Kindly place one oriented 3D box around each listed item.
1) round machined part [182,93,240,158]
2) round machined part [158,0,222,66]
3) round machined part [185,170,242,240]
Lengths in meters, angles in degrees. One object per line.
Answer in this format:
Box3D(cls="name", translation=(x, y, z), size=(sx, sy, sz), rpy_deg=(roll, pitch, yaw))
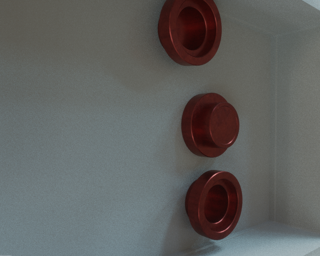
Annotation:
Box3D(cls="round machined part", translation=(0.082, -0.004, 0.464), size=(0.099, 0.042, 0.097), rpy_deg=(0, 90, -40))
Box3D(cls="round machined part", translation=(0.036, -0.134, 0.420), size=(0.099, 0.042, 0.097), rpy_deg=(-7, 101, -39))
Box3D(cls="round machined part", translation=(0.076, 0.111, 0.459), size=(0.099, 0.042, 0.097), rpy_deg=(0, 90, -40))
